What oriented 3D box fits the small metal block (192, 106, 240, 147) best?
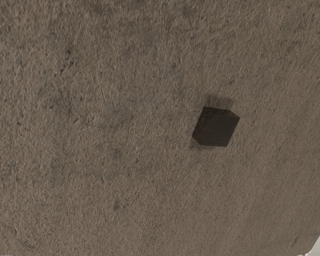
[{"bbox_3d":[0.082,-0.001,0.453,0.050,0.025,0.050,6,116,-31],"label":"small metal block"}]
